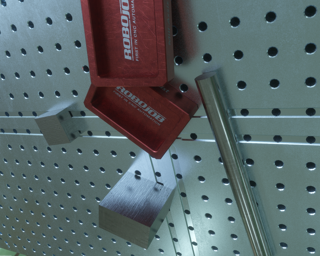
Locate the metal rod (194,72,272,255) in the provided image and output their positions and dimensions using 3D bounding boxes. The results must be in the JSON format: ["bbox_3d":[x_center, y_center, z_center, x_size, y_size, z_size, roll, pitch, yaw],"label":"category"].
[{"bbox_3d":[0.103,0.071,0.400,0.025,0.025,0.299,-9,114,31],"label":"metal rod"}]

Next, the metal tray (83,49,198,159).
[{"bbox_3d":[-0.028,-0.029,0.403,0.130,0.030,0.089,36,129,3],"label":"metal tray"}]

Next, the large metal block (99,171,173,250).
[{"bbox_3d":[-0.036,0.121,0.468,0.080,0.080,0.050,19,126,16],"label":"large metal block"}]

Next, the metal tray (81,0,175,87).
[{"bbox_3d":[-0.034,-0.111,0.332,0.090,0.030,0.129,2,109,17],"label":"metal tray"}]

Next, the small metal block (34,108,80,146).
[{"bbox_3d":[-0.164,-0.001,0.494,0.050,0.025,0.050,-8,115,31],"label":"small metal block"}]
